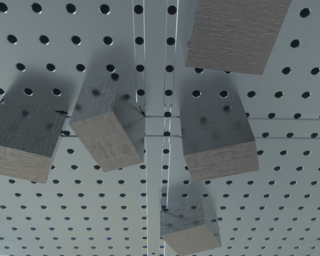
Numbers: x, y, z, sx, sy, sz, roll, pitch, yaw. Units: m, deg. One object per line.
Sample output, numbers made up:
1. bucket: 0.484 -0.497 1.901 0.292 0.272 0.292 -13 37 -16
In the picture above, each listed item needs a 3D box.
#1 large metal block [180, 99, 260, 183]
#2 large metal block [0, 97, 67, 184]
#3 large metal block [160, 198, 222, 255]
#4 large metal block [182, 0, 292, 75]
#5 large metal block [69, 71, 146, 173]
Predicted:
1. large metal block: 0.072 0.015 0.389 0.080 0.080 0.050 -13 129 10
2. large metal block: -0.169 0.015 0.386 0.081 0.080 0.050 16 128 -14
3. large metal block: 0.054 0.178 0.548 0.080 0.050 0.080 -21 127 17
4. large metal block: 0.070 -0.104 0.308 0.081 0.050 0.079 5 130 -5
5. large metal block: -0.057 -0.008 0.368 0.050 0.080 0.080 -16 129 13
